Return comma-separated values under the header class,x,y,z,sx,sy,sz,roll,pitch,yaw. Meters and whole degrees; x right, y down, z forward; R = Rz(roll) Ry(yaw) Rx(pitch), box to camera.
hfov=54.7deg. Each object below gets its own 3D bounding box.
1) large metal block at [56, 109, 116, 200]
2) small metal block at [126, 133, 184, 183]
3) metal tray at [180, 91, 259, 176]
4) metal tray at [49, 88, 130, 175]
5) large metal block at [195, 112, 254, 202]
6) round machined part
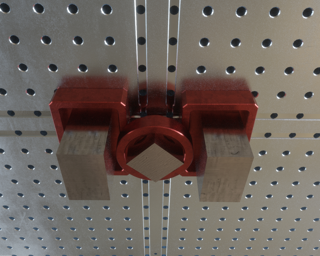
class,x,y,z,sx,sy,sz,roll,pitch,yaw
large metal block,-0.086,0.033,0.385,0.050,0.080,0.079,1,130,-1
small metal block,-0.006,0.036,0.389,0.050,0.025,0.050,37,121,-27
metal tray,0.072,0.012,0.418,0.091,0.030,0.129,0,130,0
metal tray,-0.086,0.010,0.414,0.091,0.030,0.129,0,130,-1
large metal block,0.075,0.036,0.389,0.050,0.080,0.079,1,130,-1
round machined part,-0.007,0.022,0.407,0.099,0.042,0.097,0,130,0
